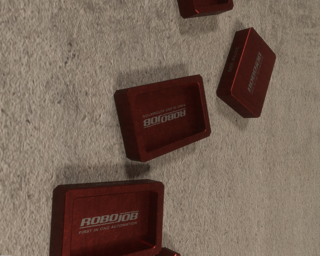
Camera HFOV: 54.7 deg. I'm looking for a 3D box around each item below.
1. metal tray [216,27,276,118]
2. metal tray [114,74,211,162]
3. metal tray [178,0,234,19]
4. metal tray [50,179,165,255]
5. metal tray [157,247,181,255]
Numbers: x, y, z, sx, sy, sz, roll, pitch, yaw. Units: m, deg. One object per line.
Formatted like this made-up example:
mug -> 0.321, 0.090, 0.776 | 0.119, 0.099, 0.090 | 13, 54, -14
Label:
metal tray -> 0.151, -0.093, 0.531 | 0.090, 0.030, 0.130 | 32, 70, -36
metal tray -> 0.009, -0.017, 0.410 | 0.131, 0.030, 0.089 | -18, 102, -39
metal tray -> 0.058, -0.232, 0.451 | 0.091, 0.030, 0.129 | -23, 105, -38
metal tray -> -0.055, 0.109, 0.356 | 0.131, 0.030, 0.089 | 4, 87, -40
metal tray -> 0.013, 0.240, 0.415 | 0.090, 0.030, 0.129 | -41, 115, -32
